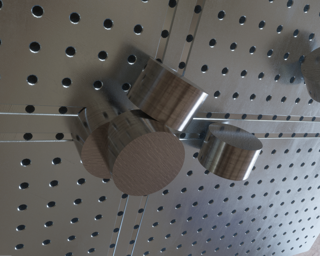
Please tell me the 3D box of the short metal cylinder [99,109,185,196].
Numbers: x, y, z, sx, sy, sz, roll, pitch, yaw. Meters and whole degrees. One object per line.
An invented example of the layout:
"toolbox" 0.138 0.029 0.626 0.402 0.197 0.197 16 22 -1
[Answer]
"short metal cylinder" -0.020 0.026 0.336 0.081 0.050 0.079 -14 125 -21

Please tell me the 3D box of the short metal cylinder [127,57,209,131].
"short metal cylinder" 0.009 -0.039 0.358 0.080 0.080 0.050 23 106 -37

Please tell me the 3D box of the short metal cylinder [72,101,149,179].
"short metal cylinder" -0.060 0.014 0.372 0.081 0.050 0.079 -14 124 -21

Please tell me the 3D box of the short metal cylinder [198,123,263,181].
"short metal cylinder" 0.102 0.033 0.454 0.081 0.080 0.050 3 117 -30

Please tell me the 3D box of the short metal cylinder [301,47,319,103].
"short metal cylinder" 0.263 -0.083 0.471 0.080 0.080 0.050 -41 130 0
